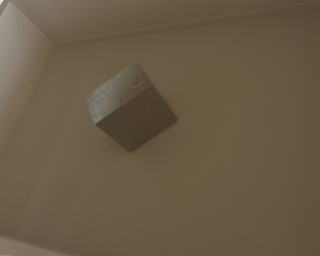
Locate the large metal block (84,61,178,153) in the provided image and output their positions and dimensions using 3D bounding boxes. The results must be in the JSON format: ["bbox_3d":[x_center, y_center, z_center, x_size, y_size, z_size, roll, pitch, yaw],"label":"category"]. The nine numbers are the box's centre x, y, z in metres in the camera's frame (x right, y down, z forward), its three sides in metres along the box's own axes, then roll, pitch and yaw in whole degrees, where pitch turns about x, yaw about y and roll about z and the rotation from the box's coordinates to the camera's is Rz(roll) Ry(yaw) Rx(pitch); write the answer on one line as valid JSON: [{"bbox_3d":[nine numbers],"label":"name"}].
[{"bbox_3d":[-0.035,-0.025,0.399,0.080,0.080,0.050,-34,52,5],"label":"large metal block"}]
